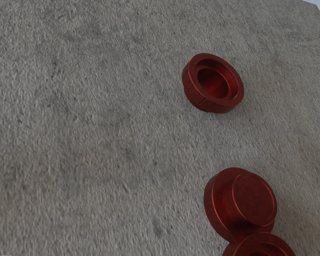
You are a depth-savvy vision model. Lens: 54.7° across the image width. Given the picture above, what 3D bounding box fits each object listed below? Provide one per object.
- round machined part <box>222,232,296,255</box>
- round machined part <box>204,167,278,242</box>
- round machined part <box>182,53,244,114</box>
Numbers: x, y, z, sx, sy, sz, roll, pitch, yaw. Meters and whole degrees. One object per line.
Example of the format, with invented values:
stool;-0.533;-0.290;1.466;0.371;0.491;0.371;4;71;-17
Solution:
round machined part;0.105;0.167;0.342;0.099;0.042;0.098;8;69;-22
round machined part;0.109;0.095;0.395;0.099;0.042;0.098;14;56;-21
round machined part;0.076;-0.063;0.475;0.099;0.042;0.098;14;56;-21
